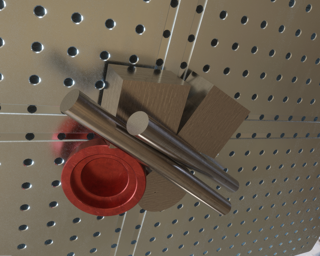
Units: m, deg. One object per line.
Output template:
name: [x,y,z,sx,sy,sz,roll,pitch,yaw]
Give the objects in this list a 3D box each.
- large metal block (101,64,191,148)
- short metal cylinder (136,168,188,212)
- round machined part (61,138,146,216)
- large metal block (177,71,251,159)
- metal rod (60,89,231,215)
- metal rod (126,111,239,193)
large metal block: [-0.021,-0.024,0.360,0.081,0.050,0.079,1,118,-29]
short metal cylinder: [-0.004,0.068,0.429,0.081,0.050,0.079,-14,124,-21]
round machined part: [-0.066,0.056,0.380,0.099,0.042,0.097,-1,113,-3]
large metal block: [0.058,-0.016,0.411,0.080,0.050,0.080,27,104,-38]
metal rod: [0.008,0.048,0.374,0.025,0.025,0.301,-47,130,5]
metal rod: [0.052,0.048,0.416,0.025,0.025,0.301,-48,144,5]
